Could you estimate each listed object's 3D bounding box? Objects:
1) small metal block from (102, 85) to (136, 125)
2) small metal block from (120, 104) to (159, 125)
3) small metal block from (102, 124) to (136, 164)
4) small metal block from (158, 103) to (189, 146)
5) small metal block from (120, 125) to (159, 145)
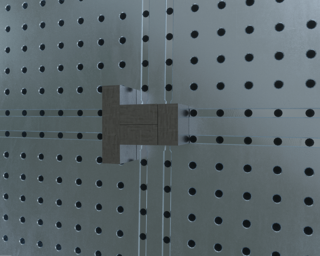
[{"bbox_3d":[-0.054,-0.029,0.416,0.025,0.050,0.050,0,90,20],"label":"small metal block"},{"bbox_3d":[-0.018,-0.017,0.404,0.050,0.050,0.025,0,90,19],"label":"small metal block"},{"bbox_3d":[-0.054,0.020,0.416,0.025,0.050,0.050,0,90,20],"label":"small metal block"},{"bbox_3d":[0.018,-0.004,0.391,0.025,0.050,0.050,0,90,20],"label":"small metal block"},{"bbox_3d":[-0.018,0.008,0.404,0.050,0.050,0.025,0,90,19],"label":"small metal block"}]
